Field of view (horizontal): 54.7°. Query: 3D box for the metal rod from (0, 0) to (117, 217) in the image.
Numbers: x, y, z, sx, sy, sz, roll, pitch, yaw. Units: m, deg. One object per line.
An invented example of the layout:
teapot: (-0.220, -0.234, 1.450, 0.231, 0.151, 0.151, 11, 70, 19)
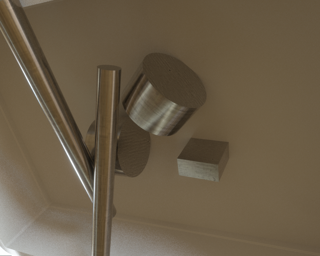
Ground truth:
metal rod: (-0.102, 0.007, 0.346, 0.025, 0.025, 0.298, 7, 133, 24)

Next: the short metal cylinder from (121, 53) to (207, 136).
short metal cylinder: (0.004, -0.038, 0.346, 0.080, 0.080, 0.050, 40, 129, 0)

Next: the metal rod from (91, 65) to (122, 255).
metal rod: (-0.069, 0.074, 0.377, 0.025, 0.025, 0.298, 15, 114, 19)

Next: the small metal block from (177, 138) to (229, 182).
small metal block: (0.055, 0.038, 0.386, 0.050, 0.050, 0.025, 6, 121, 24)

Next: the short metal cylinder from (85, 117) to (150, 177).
short metal cylinder: (-0.054, 0.024, 0.415, 0.050, 0.080, 0.079, 2, 119, 27)
